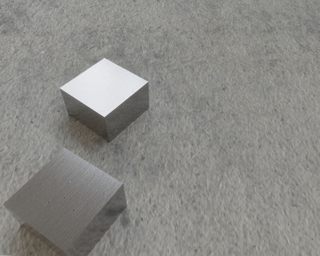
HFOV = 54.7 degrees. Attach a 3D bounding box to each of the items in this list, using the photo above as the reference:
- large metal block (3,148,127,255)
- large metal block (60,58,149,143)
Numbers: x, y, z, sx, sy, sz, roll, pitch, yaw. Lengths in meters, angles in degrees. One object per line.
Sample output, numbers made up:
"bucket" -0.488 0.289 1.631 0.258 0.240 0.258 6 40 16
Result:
"large metal block" -0.093 0.080 0.319 0.080 0.050 0.080 27 55 20
"large metal block" -0.072 -0.040 0.420 0.080 0.050 0.080 31 57 23
